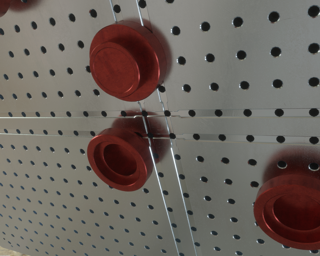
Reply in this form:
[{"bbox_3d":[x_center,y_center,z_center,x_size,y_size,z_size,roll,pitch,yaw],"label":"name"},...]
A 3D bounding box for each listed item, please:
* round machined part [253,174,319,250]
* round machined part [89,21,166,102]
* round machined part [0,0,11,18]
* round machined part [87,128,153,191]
[{"bbox_3d":[0.166,0.095,0.371,0.098,0.042,0.097,13,124,21],"label":"round machined part"},{"bbox_3d":[-0.046,-0.076,0.378,0.098,0.042,0.097,13,124,21],"label":"round machined part"},{"bbox_3d":[-0.232,-0.193,0.404,0.098,0.042,0.097,13,124,21],"label":"round machined part"},{"bbox_3d":[-0.054,0.042,0.455,0.098,0.042,0.097,13,124,21],"label":"round machined part"}]
